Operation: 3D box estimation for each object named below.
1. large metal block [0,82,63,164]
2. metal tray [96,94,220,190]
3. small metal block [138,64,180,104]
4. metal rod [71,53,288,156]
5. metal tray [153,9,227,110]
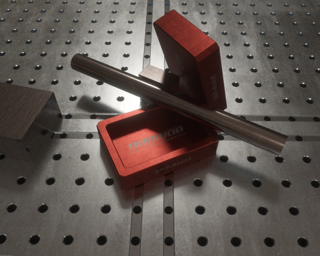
[{"bbox_3d":[-0.185,-0.008,0.396,0.080,0.050,0.080,11,51,9],"label":"large metal block"},{"bbox_3d":[-0.003,0.013,0.393,0.131,0.030,0.090,-20,53,-16],"label":"metal tray"},{"bbox_3d":[-0.001,-0.056,0.438,0.050,0.050,0.025,25,54,19],"label":"small metal block"},{"bbox_3d":[0.010,-0.038,0.399,0.301,0.025,0.025,24,54,18],"label":"metal rod"},{"bbox_3d":[0.042,-0.078,0.403,0.030,0.130,0.090,-36,58,-6],"label":"metal tray"}]
